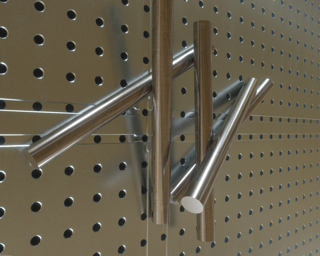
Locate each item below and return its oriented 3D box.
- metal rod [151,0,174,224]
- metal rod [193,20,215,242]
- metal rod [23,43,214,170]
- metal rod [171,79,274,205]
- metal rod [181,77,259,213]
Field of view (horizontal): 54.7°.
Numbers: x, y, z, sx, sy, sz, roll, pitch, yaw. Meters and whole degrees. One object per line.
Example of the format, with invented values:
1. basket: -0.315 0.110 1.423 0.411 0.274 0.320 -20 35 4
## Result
1. metal rod: 0.002 -0.024 0.384 0.025 0.025 0.298 -9 105 -40
2. metal rod: 0.061 0.005 0.428 0.025 0.025 0.298 -2 92 -40
3. metal rod: -0.027 -0.046 0.387 0.302 0.025 0.025 -38 114 -34
4. metal rod: 0.108 0.007 0.502 0.301 0.025 0.025 -44 117 -31
5. metal rod: 0.099 0.002 0.441 0.301 0.025 0.025 -51 122 -47
